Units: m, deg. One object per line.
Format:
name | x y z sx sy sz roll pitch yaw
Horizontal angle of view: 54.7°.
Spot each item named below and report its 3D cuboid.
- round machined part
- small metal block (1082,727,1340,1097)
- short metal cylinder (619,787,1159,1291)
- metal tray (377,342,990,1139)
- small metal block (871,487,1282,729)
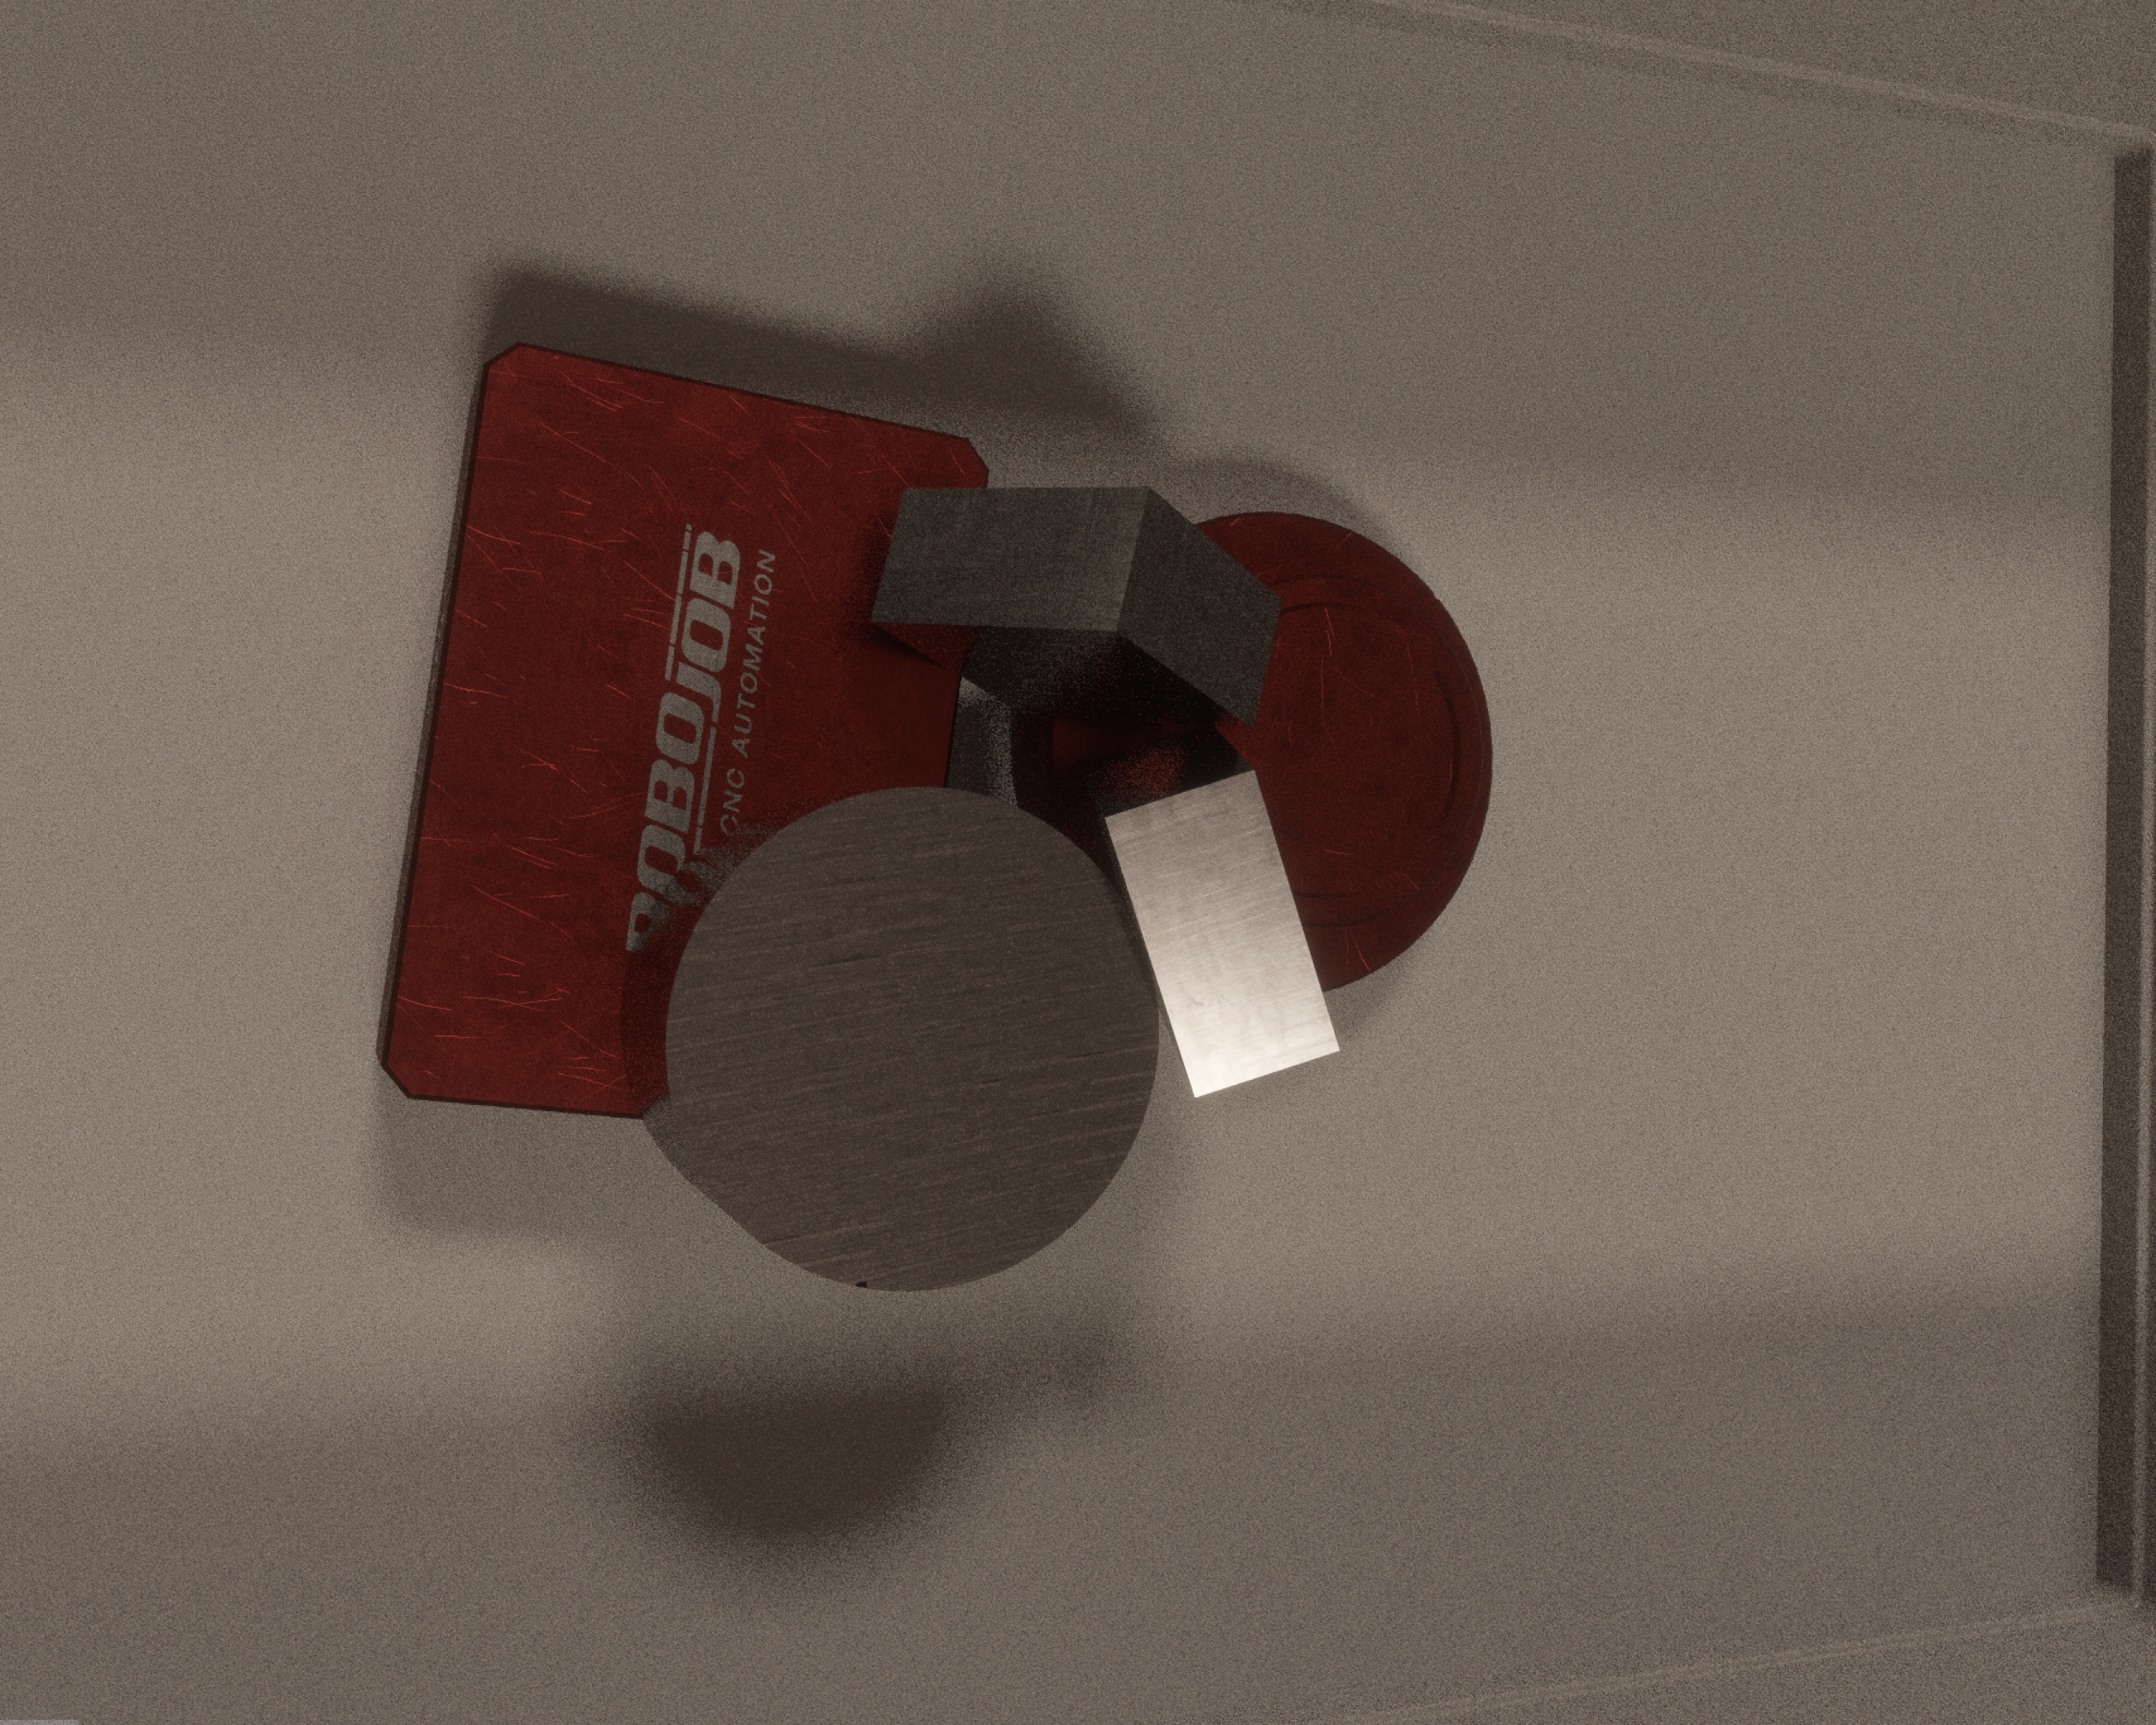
round machined part | 0.041 -0.022 0.416 0.099 0.042 0.097 0 90 -21
small metal block | 0.022 0.007 0.363 0.025 0.050 0.050 -18 103 -1
short metal cylinder | -0.033 0.028 0.352 0.081 0.050 0.079 0 90 -21
metal tray | -0.071 -0.019 0.378 0.091 0.030 0.129 8 87 -20
small metal block | 0.001 -0.045 0.370 0.050 0.050 0.025 28 72 -55
